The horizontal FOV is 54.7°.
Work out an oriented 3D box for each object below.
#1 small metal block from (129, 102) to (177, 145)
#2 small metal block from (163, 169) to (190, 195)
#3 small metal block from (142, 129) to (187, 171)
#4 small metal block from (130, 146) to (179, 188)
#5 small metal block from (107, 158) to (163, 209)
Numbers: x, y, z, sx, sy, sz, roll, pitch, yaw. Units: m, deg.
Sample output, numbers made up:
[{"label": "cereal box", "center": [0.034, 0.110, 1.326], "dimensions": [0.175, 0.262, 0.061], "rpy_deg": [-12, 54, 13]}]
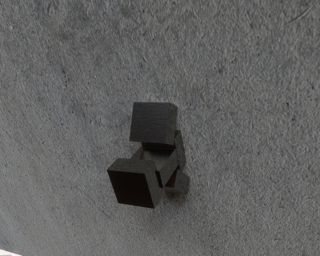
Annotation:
[{"label": "small metal block", "center": [-0.008, -0.006, 0.392], "dimensions": [0.050, 0.025, 0.050], "rpy_deg": [3, 84, 27]}, {"label": "small metal block", "center": [0.008, 0.073, 0.431], "dimensions": [0.050, 0.025, 0.050], "rpy_deg": [2, 160, 27]}, {"label": "small metal block", "center": [0.005, 0.029, 0.423], "dimensions": [0.050, 0.025, 0.050], "rpy_deg": [2, 120, 26]}, {"label": "small metal block", "center": [-0.011, 0.048, 0.393], "dimensions": [0.050, 0.050, 0.025], "rpy_deg": [3, 120, 26]}, {"label": "small metal block", "center": [-0.029, 0.064, 0.365], "dimensions": [0.050, 0.025, 0.050], "rpy_deg": [1, 119, 27]}]
